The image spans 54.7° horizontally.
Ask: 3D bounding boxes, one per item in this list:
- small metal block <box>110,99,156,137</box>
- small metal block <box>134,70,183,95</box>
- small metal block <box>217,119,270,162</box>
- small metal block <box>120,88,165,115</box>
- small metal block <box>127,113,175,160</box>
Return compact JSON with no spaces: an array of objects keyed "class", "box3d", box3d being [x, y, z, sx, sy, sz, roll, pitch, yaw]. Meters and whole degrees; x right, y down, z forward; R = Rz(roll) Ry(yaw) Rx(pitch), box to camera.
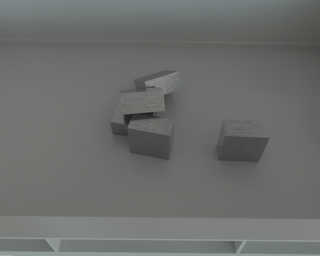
[{"class":"small metal block","box3d":[-0.034,-0.015,0.417,0.050,0.025,0.050,9,50,7]},{"class":"small metal block","box3d":[-0.004,-0.063,0.442,0.050,0.025,0.050,-21,18,-17]},{"class":"small metal block","box3d":[0.099,0.016,0.376,0.050,0.050,0.025,2,50,2]},{"class":"small metal block","box3d":[-0.022,-0.035,0.385,0.050,0.025,0.050,-5,12,-5]},{"class":"small metal block","box3d":[-0.010,0.011,0.380,0.050,0.050,0.025,10,51,8]}]
